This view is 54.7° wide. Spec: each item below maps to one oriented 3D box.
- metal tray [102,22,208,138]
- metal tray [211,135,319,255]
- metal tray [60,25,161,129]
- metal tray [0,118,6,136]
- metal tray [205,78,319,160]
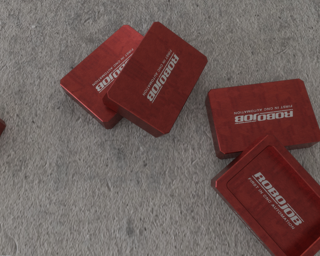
[{"bbox_3d":[-0.003,-0.064,0.408,0.090,0.030,0.130,34,68,-12],"label":"metal tray"},{"bbox_3d":[0.135,0.084,0.357,0.090,0.030,0.130,-41,86,-7],"label":"metal tray"},{"bbox_3d":[-0.059,-0.073,0.432,0.090,0.030,0.130,40,75,13],"label":"metal tray"},{"bbox_3d":[-0.284,0.006,0.400,0.131,0.030,0.090,20,71,7],"label":"metal tray"},{"bbox_3d":[0.133,-0.013,0.411,0.131,0.030,0.090,-7,70,-3],"label":"metal tray"}]
